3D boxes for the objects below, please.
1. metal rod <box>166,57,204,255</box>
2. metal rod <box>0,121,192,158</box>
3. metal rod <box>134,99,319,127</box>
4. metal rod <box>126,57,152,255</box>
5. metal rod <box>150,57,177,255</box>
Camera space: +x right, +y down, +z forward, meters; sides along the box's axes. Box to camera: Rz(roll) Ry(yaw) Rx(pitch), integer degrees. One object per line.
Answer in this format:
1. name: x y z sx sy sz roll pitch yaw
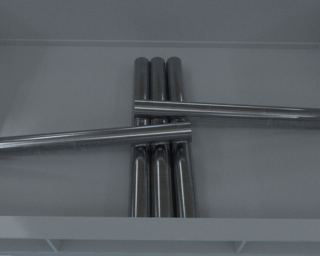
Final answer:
1. metal rod: 0.026 0.012 0.394 0.025 0.025 0.300 -1 50 -1
2. metal rod: -0.114 0.017 0.367 0.302 0.025 0.025 -5 50 3
3. metal rod: 0.119 -0.017 0.397 0.302 0.025 0.025 2 50 -7
4. metal rod: -0.024 0.013 0.392 0.025 0.025 0.300 -1 50 -1
5. metal rod: 0.000 0.012 0.393 0.025 0.025 0.300 -1 50 -1
